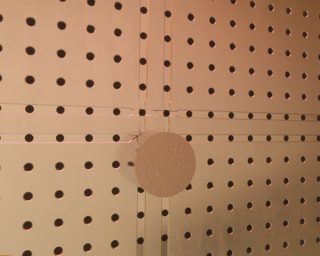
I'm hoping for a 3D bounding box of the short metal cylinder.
[{"bbox_3d":[-0.001,0.045,0.400,0.081,0.050,0.079,0,90,-20],"label":"short metal cylinder"}]
